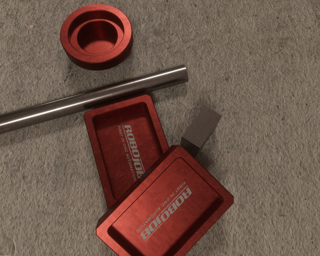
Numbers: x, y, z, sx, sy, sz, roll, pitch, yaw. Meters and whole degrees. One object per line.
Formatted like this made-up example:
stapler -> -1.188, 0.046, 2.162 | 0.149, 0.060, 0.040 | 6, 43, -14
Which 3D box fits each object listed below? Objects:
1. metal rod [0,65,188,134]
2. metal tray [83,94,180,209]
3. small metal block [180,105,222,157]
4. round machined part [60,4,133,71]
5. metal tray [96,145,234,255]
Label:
metal rod -> -0.108, -0.035, 0.419 | 0.302, 0.025, 0.025 | -16, 71, -7
metal tray -> -0.036, 0.030, 0.394 | 0.091, 0.030, 0.130 | -17, 71, -7
small metal block -> 0.051, 0.006, 0.393 | 0.025, 0.050, 0.050 | 33, 73, 11
round machined part -> -0.087, -0.124, 0.443 | 0.099, 0.042, 0.098 | 0, 70, -1
metal tray -> 0.006, 0.093, 0.346 | 0.090, 0.030, 0.130 | 45, 85, -5
